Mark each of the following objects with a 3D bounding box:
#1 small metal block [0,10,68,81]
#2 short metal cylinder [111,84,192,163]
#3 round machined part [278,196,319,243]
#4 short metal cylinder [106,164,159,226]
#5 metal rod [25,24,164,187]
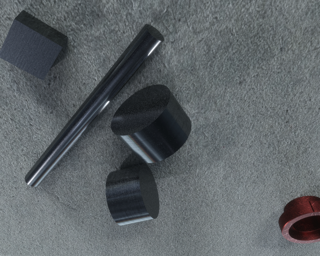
[{"bbox_3d":[-0.135,-0.087,0.332,0.050,0.025,0.050,29,124,-23],"label":"small metal block"},{"bbox_3d":[-0.010,-0.006,0.366,0.080,0.080,0.050,-24,126,19],"label":"short metal cylinder"},{"bbox_3d":[0.252,0.153,0.528,0.099,0.042,0.097,0,130,0],"label":"round machined part"},{"bbox_3d":[-0.038,0.097,0.453,0.050,0.080,0.080,-16,129,13],"label":"short metal cylinder"},{"bbox_3d":[-0.099,-0.010,0.397,0.025,0.025,0.299,32,123,-24],"label":"metal rod"}]
